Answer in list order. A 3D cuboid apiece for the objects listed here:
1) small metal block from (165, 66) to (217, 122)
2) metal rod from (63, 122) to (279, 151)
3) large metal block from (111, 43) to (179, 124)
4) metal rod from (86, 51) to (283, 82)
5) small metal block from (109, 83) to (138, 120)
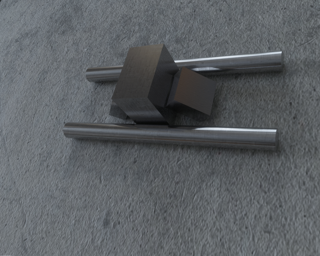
[{"bbox_3d":[0.040,-0.042,0.391,0.025,0.050,0.050,-39,32,60],"label":"small metal block"},{"bbox_3d":[-0.007,0.008,0.403,0.300,0.025,0.025,2,63,28],"label":"metal rod"},{"bbox_3d":[-0.010,-0.051,0.408,0.050,0.080,0.080,1,62,28],"label":"large metal block"},{"bbox_3d":[0.017,-0.085,0.447,0.300,0.025,0.025,2,63,28],"label":"metal rod"},{"bbox_3d":[-0.051,-0.046,0.441,0.025,0.050,0.050,18,66,-7],"label":"small metal block"}]
